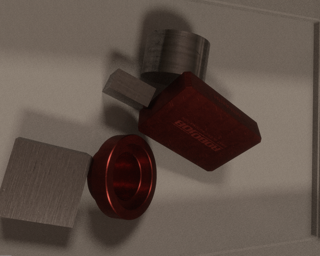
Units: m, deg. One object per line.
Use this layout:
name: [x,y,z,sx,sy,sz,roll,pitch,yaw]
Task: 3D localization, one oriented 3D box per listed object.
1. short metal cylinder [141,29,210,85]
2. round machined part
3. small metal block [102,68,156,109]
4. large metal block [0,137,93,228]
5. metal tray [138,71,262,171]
short metal cylinder: [0.019,-0.084,0.389,0.081,0.080,0.050,10,87,-20]
round machined part: [-0.048,0.057,0.368,0.098,0.042,0.097,11,77,-58]
small metal block: [-0.039,-0.047,0.383,0.050,0.050,0.025,27,81,-18]
large metal block: [-0.130,0.059,0.350,0.081,0.050,0.080,16,85,-20]
metal tray: [0.050,-0.002,0.386,0.131,0.090,0.030,32,37,-27]
